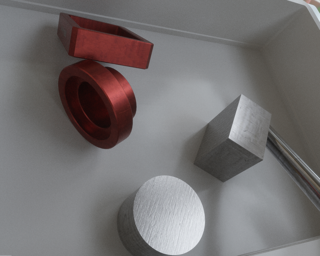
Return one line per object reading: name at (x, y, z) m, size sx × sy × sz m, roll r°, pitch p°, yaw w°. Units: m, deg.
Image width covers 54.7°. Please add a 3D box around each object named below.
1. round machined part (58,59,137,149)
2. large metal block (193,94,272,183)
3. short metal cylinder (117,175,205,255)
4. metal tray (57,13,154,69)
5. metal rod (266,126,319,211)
round machined part at (-0.064, -0.029, 0.342) m, size 0.042 × 0.097 × 0.098 m, roll -35°, pitch 82°, yaw -38°
large metal block at (0.097, 0.015, 0.416) m, size 0.050 × 0.080 × 0.080 m, roll 32°, pitch 51°, yaw -8°
short metal cylinder at (0.000, 0.097, 0.332) m, size 0.081 × 0.050 × 0.080 m, roll 14°, pitch 56°, yaw -21°
metal tray at (-0.073, -0.111, 0.385) m, size 0.091 × 0.030 × 0.130 m, roll 5°, pitch 23°, yaw -26°
metal rod at (0.162, 0.042, 0.379) m, size 0.025 × 0.025 × 0.300 m, roll 14°, pitch 27°, yaw -21°
